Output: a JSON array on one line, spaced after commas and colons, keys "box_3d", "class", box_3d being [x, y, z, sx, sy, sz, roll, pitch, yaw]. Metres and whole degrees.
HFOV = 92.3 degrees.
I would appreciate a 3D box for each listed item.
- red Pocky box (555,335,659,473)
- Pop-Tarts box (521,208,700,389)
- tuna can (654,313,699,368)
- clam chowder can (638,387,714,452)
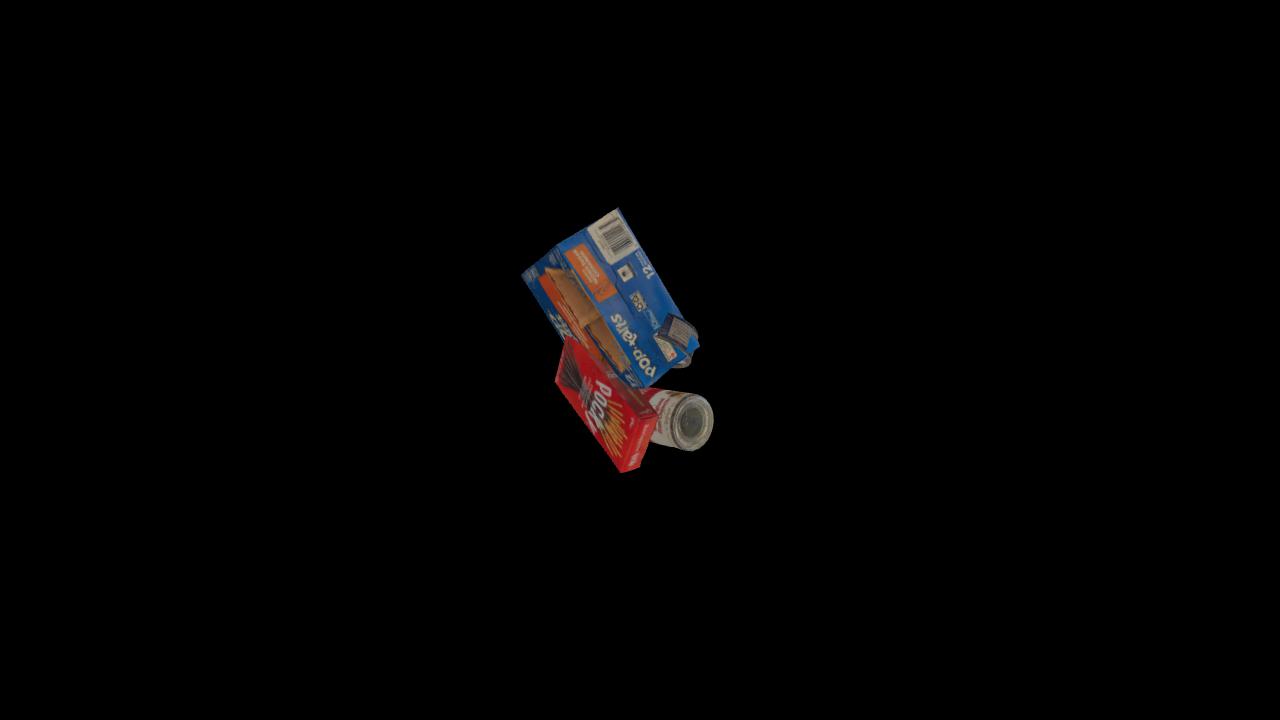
[{"box_3d": [-0.041, 0.040, 0.672, 0.028, 0.083, 0.155, -12, 45, -36], "class": "red Pocky box"}, {"box_3d": [-0.037, -0.055, 0.669, 0.083, 0.167, 0.141, -35, 10, -23], "class": "Pop-Tarts box"}, {"box_3d": [0.019, -0.024, 0.657, 0.084, 0.034, 0.084, 18, -18, 6], "class": "tuna can"}, {"box_3d": [0.030, 0.069, 0.739, 0.068, 0.068, 0.102, 0, 4, -39], "class": "clam chowder can"}]
